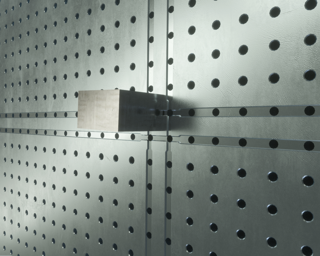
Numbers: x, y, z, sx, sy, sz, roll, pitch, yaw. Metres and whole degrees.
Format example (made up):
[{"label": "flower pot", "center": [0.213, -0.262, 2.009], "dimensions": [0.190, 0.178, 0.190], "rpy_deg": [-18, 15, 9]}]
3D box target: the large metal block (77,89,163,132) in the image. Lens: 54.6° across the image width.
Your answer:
[{"label": "large metal block", "center": [-0.053, -0.023, 0.419], "dimensions": [0.080, 0.081, 0.050], "rpy_deg": [4, 93, 40]}]
